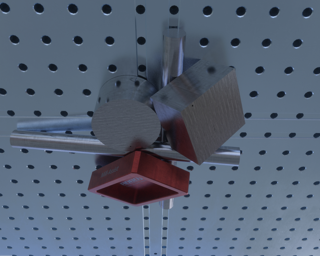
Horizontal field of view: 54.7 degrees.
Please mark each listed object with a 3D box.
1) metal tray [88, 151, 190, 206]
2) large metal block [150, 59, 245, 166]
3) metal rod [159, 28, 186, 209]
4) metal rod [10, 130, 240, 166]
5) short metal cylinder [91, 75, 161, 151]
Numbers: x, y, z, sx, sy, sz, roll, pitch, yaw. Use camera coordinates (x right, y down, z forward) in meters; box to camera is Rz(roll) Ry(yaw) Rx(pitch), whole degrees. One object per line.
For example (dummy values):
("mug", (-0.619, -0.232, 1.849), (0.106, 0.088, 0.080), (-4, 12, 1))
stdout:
("metal tray", (-0.033, 0.077, 0.440), (0.090, 0.030, 0.130), (27, 146, -28))
("large metal block", (0.046, -0.019, 0.353), (0.080, 0.050, 0.080), (-39, 131, -20))
("metal rod", (0.013, 0.013, 0.423), (0.025, 0.025, 0.298), (0, 131, -1))
("metal rod", (-0.049, 0.026, 0.411), (0.302, 0.025, 0.025), (4, 130, 5))
("short metal cylinder", (-0.039, -0.017, 0.380), (0.081, 0.050, 0.079), (0, 130, 0))
